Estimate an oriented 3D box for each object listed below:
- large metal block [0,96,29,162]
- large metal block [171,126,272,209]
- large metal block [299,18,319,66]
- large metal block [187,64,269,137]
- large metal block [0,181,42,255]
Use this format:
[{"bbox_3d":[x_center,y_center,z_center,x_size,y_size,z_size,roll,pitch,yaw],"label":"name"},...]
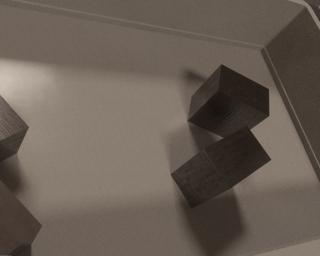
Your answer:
[{"bbox_3d":[-0.185,0.000,0.282,0.080,0.050,0.080,47,41,4],"label":"large metal block"},{"bbox_3d":[0.073,0.049,0.382,0.081,0.080,0.050,-23,74,-36],"label":"large metal block"},{"bbox_3d":[0.377,-0.195,0.718,0.080,0.050,0.080,35,51,-6],"label":"large metal block"},{"bbox_3d":[0.097,-0.033,0.445,0.080,0.080,0.050,24,53,-14],"label":"large metal block"},{"bbox_3d":[-0.146,0.075,0.246,0.080,0.080,0.050,46,51,3],"label":"large metal block"}]
